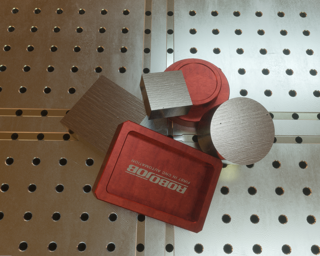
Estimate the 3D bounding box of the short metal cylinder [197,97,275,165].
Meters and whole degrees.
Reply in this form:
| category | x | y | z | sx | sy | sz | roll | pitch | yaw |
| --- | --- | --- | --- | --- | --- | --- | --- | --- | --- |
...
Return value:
| category | x | y | z | sx | sy | sz | roll | pitch | yaw |
| --- | --- | --- | --- | --- | --- | --- | --- | --- | --- |
| short metal cylinder | 0.092 | 0.006 | 0.385 | 0.081 | 0.050 | 0.080 | 1 | 84 | -11 |

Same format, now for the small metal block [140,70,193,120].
| category | x | y | z | sx | sy | sz | roll | pitch | yaw |
| --- | --- | --- | --- | --- | --- | --- | --- | --- | --- |
| small metal block | 0.006 | -0.041 | 0.377 | 0.050 | 0.025 | 0.050 | -9 | 67 | -15 |

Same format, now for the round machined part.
| category | x | y | z | sx | sy | sz | roll | pitch | yaw |
| --- | --- | --- | --- | --- | --- | --- | --- | --- | --- |
| round machined part | 0.046 | -0.054 | 0.422 | 0.099 | 0.042 | 0.098 | 0 | 70 | 0 |

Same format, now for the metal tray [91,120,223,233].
| category | x | y | z | sx | sy | sz | roll | pitch | yaw |
| --- | --- | --- | --- | --- | --- | --- | --- | --- | --- |
| metal tray | 0.000 | 0.057 | 0.358 | 0.131 | 0.030 | 0.090 | 24 | 77 | -15 |

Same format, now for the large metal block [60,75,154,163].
| category | x | y | z | sx | sy | sz | roll | pitch | yaw |
| --- | --- | --- | --- | --- | --- | --- | --- | --- | --- |
| large metal block | -0.065 | -0.008 | 0.401 | 0.080 | 0.050 | 0.080 | 34 | 73 | 11 |
